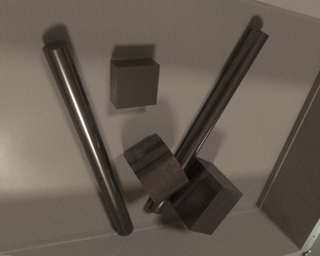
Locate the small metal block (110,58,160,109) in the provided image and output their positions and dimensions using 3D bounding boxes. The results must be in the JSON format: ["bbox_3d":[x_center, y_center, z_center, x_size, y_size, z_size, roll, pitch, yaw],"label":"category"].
[{"bbox_3d":[-0.030,-0.052,0.361,0.050,0.025,0.050,-9,123,-24],"label":"small metal block"}]

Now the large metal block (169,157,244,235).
[{"bbox_3d":[0.064,0.101,0.473,0.050,0.080,0.080,26,104,-38],"label":"large metal block"}]

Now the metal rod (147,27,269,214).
[{"bbox_3d":[0.061,0.000,0.444,0.025,0.025,0.298,18,109,-36],"label":"metal rod"}]

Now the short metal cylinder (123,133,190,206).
[{"bbox_3d":[-0.005,0.053,0.405,0.050,0.080,0.080,-33,129,-7],"label":"short metal cylinder"}]

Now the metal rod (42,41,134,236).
[{"bbox_3d":[-0.078,0.038,0.390,0.025,0.025,0.298,-23,127,-15],"label":"metal rod"}]
